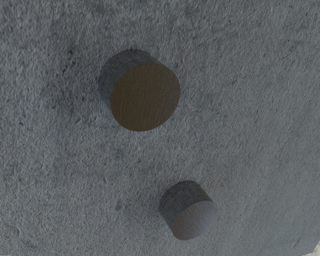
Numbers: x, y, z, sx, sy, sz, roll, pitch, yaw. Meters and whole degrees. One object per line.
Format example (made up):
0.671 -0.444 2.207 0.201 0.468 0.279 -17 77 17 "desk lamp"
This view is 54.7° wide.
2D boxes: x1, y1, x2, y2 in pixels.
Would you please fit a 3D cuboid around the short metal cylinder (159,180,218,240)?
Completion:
0.045 0.131 0.496 0.081 0.050 0.079 -14 124 -21 "short metal cylinder"

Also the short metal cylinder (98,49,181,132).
-0.024 -0.043 0.351 0.081 0.050 0.079 -14 124 -21 "short metal cylinder"
